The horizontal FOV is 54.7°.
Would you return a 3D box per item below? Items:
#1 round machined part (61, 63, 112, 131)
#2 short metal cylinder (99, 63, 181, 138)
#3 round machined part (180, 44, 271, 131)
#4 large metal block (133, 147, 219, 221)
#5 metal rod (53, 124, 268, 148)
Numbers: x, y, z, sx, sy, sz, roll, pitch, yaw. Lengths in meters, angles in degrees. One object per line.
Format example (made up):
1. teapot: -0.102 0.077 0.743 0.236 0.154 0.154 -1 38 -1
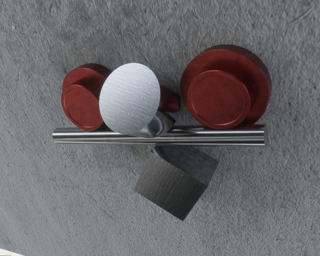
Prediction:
1. round machined part: -0.095 -0.035 0.425 0.098 0.042 0.097 13 124 21
2. short metal cylinder: -0.023 -0.030 0.362 0.080 0.050 0.080 -4 81 28
3. round machined part: 0.068 -0.037 0.339 0.098 0.042 0.097 13 124 21
4. large metal block: 0.020 0.066 0.419 0.080 0.050 0.079 31 128 8
5. metal rod: -0.020 0.010 0.398 0.300 0.025 0.025 -1 118 28
